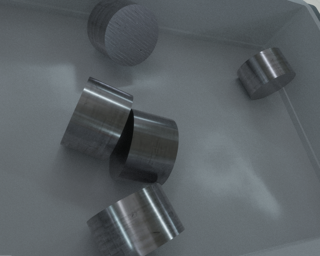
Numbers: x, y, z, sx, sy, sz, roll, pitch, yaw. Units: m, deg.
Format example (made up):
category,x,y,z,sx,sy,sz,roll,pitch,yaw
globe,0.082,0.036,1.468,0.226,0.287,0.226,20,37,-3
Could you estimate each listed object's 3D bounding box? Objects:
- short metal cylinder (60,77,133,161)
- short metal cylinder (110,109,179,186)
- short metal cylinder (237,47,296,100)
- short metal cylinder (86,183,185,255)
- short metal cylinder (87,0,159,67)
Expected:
category,x,y,z,sx,sy,sz,roll,pitch,yaw
short metal cylinder,-0.069,-0.010,0.340,0.050,0.080,0.080,24,53,-15
short metal cylinder,-0.020,0.022,0.347,0.050,0.080,0.080,14,56,-21
short metal cylinder,0.179,-0.090,0.525,0.081,0.080,0.050,-12,68,-34
short metal cylinder,-0.023,0.095,0.301,0.081,0.080,0.050,-19,72,-36
short metal cylinder,-0.049,-0.129,0.415,0.081,0.079,0.050,-14,37,-34
